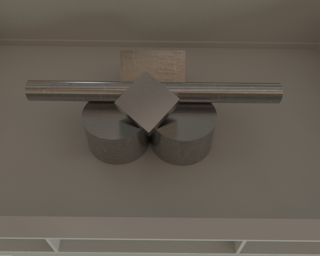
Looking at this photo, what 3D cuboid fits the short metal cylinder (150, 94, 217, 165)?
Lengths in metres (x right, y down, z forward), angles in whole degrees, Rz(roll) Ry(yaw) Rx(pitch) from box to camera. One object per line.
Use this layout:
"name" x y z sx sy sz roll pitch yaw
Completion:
"short metal cylinder" 0.028 0.000 0.388 0.081 0.050 0.080 0 50 0

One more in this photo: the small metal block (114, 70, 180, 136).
"small metal block" -0.014 -0.027 0.347 0.050 0.025 0.050 41 81 7

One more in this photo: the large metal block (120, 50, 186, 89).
"large metal block" -0.009 -0.076 0.424 0.081 0.050 0.080 1 7 0

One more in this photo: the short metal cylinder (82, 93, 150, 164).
"short metal cylinder" -0.053 -0.002 0.388 0.081 0.050 0.080 0 50 0

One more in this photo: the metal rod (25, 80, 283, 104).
"metal rod" -0.007 -0.044 0.375 0.302 0.025 0.025 1 50 0
